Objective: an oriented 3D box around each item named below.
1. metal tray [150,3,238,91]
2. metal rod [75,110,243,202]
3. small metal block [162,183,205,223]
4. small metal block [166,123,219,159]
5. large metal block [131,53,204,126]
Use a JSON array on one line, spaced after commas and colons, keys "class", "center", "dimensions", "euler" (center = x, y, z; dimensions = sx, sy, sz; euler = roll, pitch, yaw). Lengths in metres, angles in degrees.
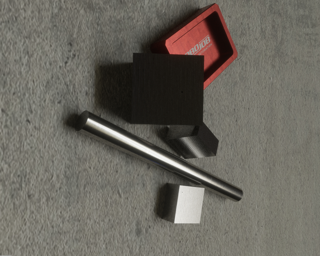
[{"class": "metal tray", "center": [0.055, -0.111, 0.449], "dimensions": [0.131, 0.030, 0.090], "euler": [-44, 117, -31]}, {"class": "metal rod", "center": [0.021, 0.051, 0.424], "dimensions": [0.301, 0.025, 0.025], "euler": [29, 72, -36]}, {"class": "small metal block", "center": [0.033, 0.106, 0.435], "dimensions": [0.050, 0.025, 0.050], "euler": [15, 81, -39]}, {"class": "small metal block", "center": [0.045, 0.017, 0.423], "dimensions": [0.050, 0.050, 0.025], "euler": [46, 49, -36]}, {"class": "large metal block", "center": [0.008, -0.043, 0.372], "dimensions": [0.081, 0.050, 0.079], "euler": [1, 89, -4]}]
